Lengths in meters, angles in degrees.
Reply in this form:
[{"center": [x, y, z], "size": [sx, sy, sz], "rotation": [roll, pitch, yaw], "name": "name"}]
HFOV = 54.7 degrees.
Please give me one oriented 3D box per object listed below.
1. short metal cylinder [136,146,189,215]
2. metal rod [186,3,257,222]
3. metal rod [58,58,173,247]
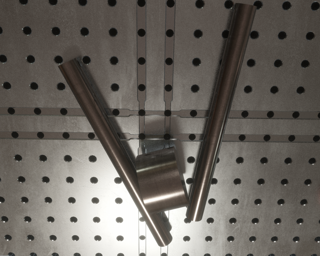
[{"center": [0.004, 0.069, 0.410], "size": [0.050, 0.080, 0.080], "rotation": [-15, 110, 5], "name": "short metal cylinder"}, {"center": [0.076, -0.006, 0.412], "size": [0.025, 0.025, 0.298], "rotation": [9, 110, -4], "name": "metal rod"}, {"center": [-0.053, 0.046, 0.429], "size": [0.025, 0.025, 0.299], "rotation": [-23, 109, 8], "name": "metal rod"}]
